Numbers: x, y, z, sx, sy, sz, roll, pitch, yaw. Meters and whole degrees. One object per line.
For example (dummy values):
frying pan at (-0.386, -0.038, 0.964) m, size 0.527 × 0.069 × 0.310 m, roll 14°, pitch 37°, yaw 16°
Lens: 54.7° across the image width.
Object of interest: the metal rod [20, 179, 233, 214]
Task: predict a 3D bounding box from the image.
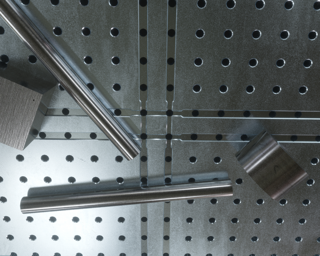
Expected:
metal rod at (-0.048, 0.099, 0.449) m, size 0.302 × 0.025 × 0.025 m, roll -5°, pitch 110°, yaw 1°

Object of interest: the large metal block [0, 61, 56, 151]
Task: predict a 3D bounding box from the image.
large metal block at (-0.189, -0.030, 0.387) m, size 0.080 × 0.050 × 0.080 m, roll 24°, pitch 108°, yaw -9°

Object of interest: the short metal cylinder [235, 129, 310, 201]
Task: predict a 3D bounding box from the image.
short metal cylinder at (0.145, 0.047, 0.403) m, size 0.080 × 0.080 × 0.050 m, roll 42°, pitch 105°, yaw -14°

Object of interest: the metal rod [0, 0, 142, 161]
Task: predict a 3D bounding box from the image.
metal rod at (-0.126, -0.075, 0.384) m, size 0.025 × 0.025 × 0.300 m, roll -36°, pitch 107°, yaw 12°
